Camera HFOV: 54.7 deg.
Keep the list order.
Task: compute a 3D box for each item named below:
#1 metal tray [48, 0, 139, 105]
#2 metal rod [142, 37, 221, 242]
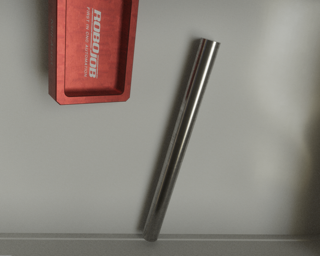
[{"bbox_3d":[-0.075,-0.094,0.349,0.091,0.030,0.129,-7,115,-33],"label":"metal tray"},{"bbox_3d":[0.023,0.029,0.422,0.025,0.025,0.298,14,109,-6],"label":"metal rod"}]
